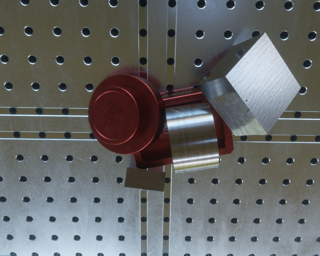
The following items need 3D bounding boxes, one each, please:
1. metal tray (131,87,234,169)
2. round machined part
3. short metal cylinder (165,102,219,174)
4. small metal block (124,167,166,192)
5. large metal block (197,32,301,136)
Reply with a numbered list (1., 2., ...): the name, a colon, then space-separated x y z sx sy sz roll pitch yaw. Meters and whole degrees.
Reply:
1. metal tray: 0.025 -0.001 0.408 0.131 0.030 0.089 -11 110 3
2. round machined part: -0.047 -0.016 0.374 0.098 0.042 0.097 2 96 22
3. short metal cylinder: 0.037 0.011 0.371 0.050 0.080 0.079 -9 110 2
4. small metal block: -0.020 0.072 0.420 0.050 0.050 0.025 8 76 -2
5. large metal block: 0.104 -0.048 0.358 0.080 0.050 0.080 -47 108 -23
